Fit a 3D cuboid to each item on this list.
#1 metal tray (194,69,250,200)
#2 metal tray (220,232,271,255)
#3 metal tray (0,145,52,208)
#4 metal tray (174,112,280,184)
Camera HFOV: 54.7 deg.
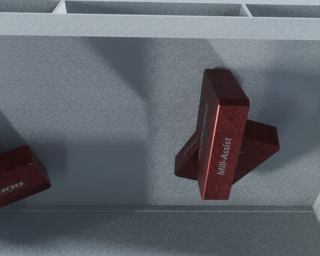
[{"bbox_3d":[0.065,0.007,0.359,0.030,0.090,0.129,2,121,-3],"label":"metal tray"},{"bbox_3d":[0.182,0.268,0.640,0.090,0.030,0.129,-14,129,11],"label":"metal tray"},{"bbox_3d":[-0.226,0.077,0.419,0.131,0.030,0.090,-21,152,-13],"label":"metal tray"},{"bbox_3d":[0.083,0.034,0.414,0.091,0.030,0.129,14,145,-12],"label":"metal tray"}]
